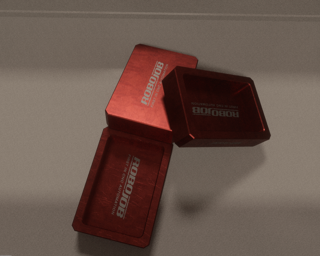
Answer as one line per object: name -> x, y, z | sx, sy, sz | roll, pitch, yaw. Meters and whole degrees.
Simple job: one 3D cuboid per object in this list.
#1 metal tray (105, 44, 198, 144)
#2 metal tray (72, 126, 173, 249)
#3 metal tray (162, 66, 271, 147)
metal tray -> -0.007, -0.050, 0.409 | 0.090, 0.030, 0.130 | 15, 56, 5
metal tray -> -0.042, 0.070, 0.380 | 0.090, 0.030, 0.130 | 13, 70, 4
metal tray -> 0.072, -0.023, 0.383 | 0.131, 0.030, 0.090 | 2, 67, -32
